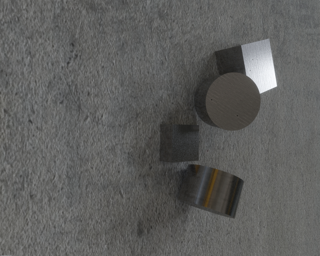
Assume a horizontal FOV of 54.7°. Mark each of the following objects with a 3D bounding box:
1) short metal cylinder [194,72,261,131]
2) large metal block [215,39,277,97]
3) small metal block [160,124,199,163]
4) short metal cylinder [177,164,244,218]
[{"bbox_3d":[0.096,-0.038,0.447,0.081,0.050,0.079,-1,96,-11],"label":"short metal cylinder"},{"bbox_3d":[0.142,-0.096,0.507,0.081,0.050,0.080,-23,104,-38],"label":"large metal block"},{"bbox_3d":[0.027,0.020,0.427,0.050,0.025,0.050,2,89,-40],"label":"small metal block"},{"bbox_3d":[0.070,0.087,0.427,0.080,0.080,0.050,30,71,-36],"label":"short metal cylinder"}]
